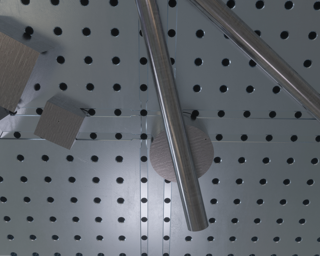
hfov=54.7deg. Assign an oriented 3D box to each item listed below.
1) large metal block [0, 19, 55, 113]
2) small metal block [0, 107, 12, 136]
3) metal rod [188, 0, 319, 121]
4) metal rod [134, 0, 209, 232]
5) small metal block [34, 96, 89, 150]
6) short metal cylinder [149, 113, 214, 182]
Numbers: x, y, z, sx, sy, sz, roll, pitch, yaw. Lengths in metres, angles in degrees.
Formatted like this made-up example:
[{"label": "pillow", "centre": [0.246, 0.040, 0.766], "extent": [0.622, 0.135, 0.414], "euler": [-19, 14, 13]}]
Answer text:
[{"label": "large metal block", "centre": [-0.187, -0.078, 0.370], "extent": [0.080, 0.050, 0.080], "euler": [28, 108, -10]}, {"label": "small metal block", "centre": [-0.223, 0.001, 0.398], "extent": [0.025, 0.050, 0.050], "euler": [31, 107, -11]}, {"label": "metal rod", "centre": [0.121, -0.094, 0.379], "extent": [0.301, 0.025, 0.025], "euler": [38, 106, -13]}, {"label": "metal rod", "centre": [0.011, -0.028, 0.358], "extent": [0.025, 0.025, 0.298], "euler": [-13, 93, 4]}, {"label": "small metal block", "centre": [-0.130, -0.007, 0.410], "extent": [0.050, 0.025, 0.050], "euler": [25, 108, -9]}, {"label": "short metal cylinder", "centre": [0.027, 0.025, 0.409], "extent": [0.081, 0.050, 0.079], "euler": [0, 110, 0]}]
